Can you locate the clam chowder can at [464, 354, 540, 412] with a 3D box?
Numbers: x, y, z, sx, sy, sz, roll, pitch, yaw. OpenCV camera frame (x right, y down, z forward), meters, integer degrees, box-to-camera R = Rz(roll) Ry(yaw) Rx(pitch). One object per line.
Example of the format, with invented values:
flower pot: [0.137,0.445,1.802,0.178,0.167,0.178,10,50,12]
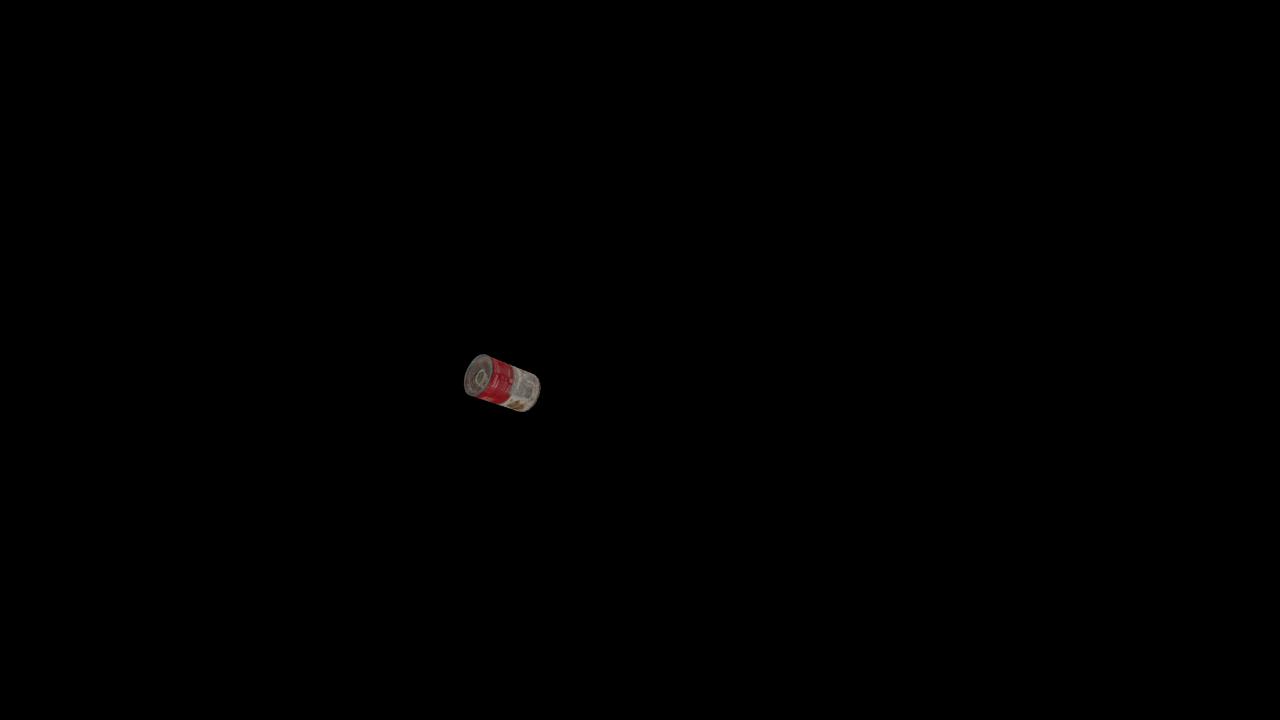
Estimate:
clam chowder can: [-0.216,0.038,0.974,0.068,0.068,0.102,0,-18,41]
